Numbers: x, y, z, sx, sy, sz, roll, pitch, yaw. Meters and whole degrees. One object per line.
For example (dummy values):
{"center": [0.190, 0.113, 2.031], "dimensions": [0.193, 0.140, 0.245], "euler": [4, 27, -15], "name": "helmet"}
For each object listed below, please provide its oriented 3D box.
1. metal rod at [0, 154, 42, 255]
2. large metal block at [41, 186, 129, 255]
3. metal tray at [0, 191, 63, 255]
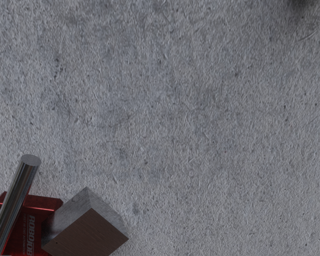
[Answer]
{"center": [-0.230, 0.165, 0.435], "dimensions": [0.025, 0.025, 0.298], "euler": [26, 108, -9], "name": "metal rod"}
{"center": [-0.104, 0.143, 0.430], "dimensions": [0.080, 0.050, 0.080], "euler": [-39, 120, -1], "name": "large metal block"}
{"center": [-0.198, 0.163, 0.465], "dimensions": [0.091, 0.030, 0.129], "euler": [9, 110, -4], "name": "metal tray"}
